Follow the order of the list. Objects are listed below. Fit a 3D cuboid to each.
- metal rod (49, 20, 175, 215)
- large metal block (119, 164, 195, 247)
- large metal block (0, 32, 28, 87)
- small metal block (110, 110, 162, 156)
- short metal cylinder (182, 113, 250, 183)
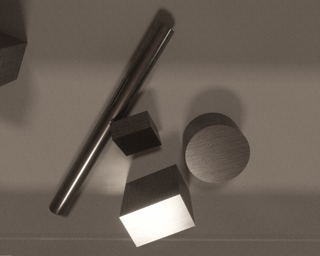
[{"bbox_3d":[-0.071,-0.001,0.409,0.025,0.025,0.298,30,107,-11],"label":"metal rod"},{"bbox_3d":[-0.003,0.102,0.420,0.080,0.080,0.050,-23,109,8],"label":"large metal block"},{"bbox_3d":[-0.211,-0.085,0.348,0.080,0.080,0.050,22,109,-8],"label":"large metal block"},{"bbox_3d":[-0.030,0.008,0.400,0.050,0.025,0.050,-18,148,6],"label":"small metal block"},{"bbox_3d":[0.072,0.025,0.408,0.081,0.050,0.079,0,110,-1],"label":"short metal cylinder"}]
